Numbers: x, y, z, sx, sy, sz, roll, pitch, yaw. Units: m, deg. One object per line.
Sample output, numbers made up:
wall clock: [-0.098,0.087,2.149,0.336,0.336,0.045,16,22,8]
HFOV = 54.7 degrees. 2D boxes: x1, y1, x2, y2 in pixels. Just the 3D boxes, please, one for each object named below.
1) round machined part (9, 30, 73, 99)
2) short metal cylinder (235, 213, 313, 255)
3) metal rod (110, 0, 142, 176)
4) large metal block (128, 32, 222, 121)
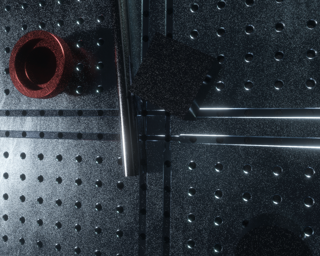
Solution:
round machined part: [-0.171,-0.092,0.462,0.098,0.042,0.097,0,90,19]
short metal cylinder: [0.129,0.144,0.354,0.080,0.050,0.079,0,90,19]
metal rod: [-0.049,-0.084,0.428,0.025,0.025,0.298,-5,88,19]
large metal block: [0.020,-0.063,0.392,0.080,0.050,0.080,29,99,17]
